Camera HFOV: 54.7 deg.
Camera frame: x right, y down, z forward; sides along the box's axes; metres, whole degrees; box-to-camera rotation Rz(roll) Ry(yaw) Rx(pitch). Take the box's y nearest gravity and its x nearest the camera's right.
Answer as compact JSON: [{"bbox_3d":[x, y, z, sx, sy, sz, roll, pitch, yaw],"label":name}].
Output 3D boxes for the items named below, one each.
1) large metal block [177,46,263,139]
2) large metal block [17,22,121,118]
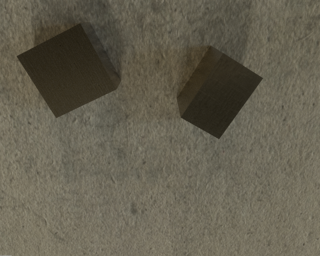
[{"bbox_3d":[0.064,-0.045,0.365,0.050,0.080,0.080,29,107,-11],"label":"large metal block"},{"bbox_3d":[-0.103,-0.070,0.369,0.080,0.050,0.080,-24,109,8],"label":"large metal block"}]
